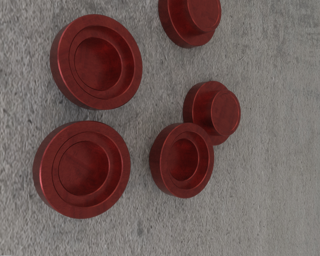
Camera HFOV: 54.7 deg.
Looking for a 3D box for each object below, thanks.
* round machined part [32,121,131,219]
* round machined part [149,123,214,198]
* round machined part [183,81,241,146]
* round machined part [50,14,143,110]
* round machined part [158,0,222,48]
[{"bbox_3d":[-0.083,0.041,0.324,0.099,0.042,0.097,0,90,-40],"label":"round machined part"},{"bbox_3d":[0.025,0.041,0.414,0.099,0.042,0.097,0,90,-40],"label":"round machined part"},{"bbox_3d":[0.084,-0.022,0.464,0.099,0.042,0.097,0,90,-40],"label":"round machined part"},{"bbox_3d":[-0.070,-0.067,0.334,0.099,0.042,0.097,0,90,-40],"label":"round machined part"},{"bbox_3d":[0.049,-0.164,0.434,0.099,0.042,0.097,0,90,-40],"label":"round machined part"}]
